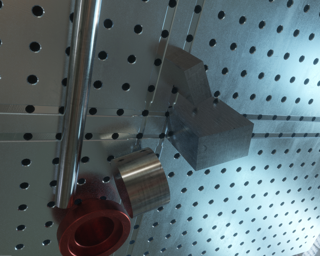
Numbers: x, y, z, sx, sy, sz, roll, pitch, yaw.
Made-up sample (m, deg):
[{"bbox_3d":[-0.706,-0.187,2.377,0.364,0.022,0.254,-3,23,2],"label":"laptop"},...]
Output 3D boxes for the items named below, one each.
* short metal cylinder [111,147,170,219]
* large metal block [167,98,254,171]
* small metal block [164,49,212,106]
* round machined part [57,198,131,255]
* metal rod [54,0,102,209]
[{"bbox_3d":[-0.027,0.071,0.406,0.050,0.080,0.079,-18,126,-18],"label":"short metal cylinder"},{"bbox_3d":[0.064,0.005,0.416,0.081,0.080,0.050,-13,124,-22],"label":"large metal block"},{"bbox_3d":[0.034,-0.062,0.377,0.025,0.050,0.050,-30,129,-9],"label":"small metal block"},{"bbox_3d":[-0.095,0.138,0.436,0.099,0.042,0.097,-14,125,-21],"label":"round machined part"},{"bbox_3d":[-0.091,-0.034,0.341,0.025,0.025,0.298,-1,119,-29],"label":"metal rod"}]
